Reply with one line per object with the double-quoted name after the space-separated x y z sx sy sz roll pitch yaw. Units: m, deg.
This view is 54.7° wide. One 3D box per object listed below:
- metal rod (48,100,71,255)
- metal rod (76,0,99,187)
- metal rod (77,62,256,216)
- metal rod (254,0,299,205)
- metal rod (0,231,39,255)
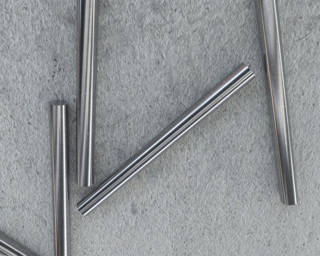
-0.142 0.107 0.447 0.025 0.025 0.298 4 110 -2 "metal rod"
-0.091 -0.063 0.385 0.025 0.025 0.298 5 110 -2 "metal rod"
-0.001 0.022 0.418 0.300 0.025 0.025 -41 106 13 "metal rod"
0.153 -0.031 0.400 0.025 0.025 0.298 -13 110 4 "metal rod"
-0.291 0.133 0.454 0.300 0.025 0.025 41 105 -14 "metal rod"
